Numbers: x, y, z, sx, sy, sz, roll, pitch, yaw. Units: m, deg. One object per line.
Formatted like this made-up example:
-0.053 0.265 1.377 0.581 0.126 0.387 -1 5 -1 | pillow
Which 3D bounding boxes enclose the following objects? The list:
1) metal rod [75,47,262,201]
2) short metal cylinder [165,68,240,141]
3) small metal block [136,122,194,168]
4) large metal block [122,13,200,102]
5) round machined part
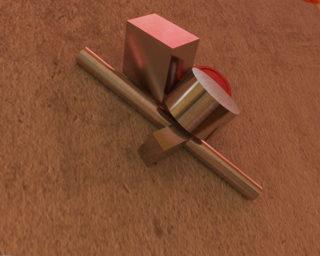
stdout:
0.014 -0.004 0.417 0.300 0.025 0.025 39 51 -3 | metal rod
0.053 -0.030 0.390 0.080 0.050 0.080 36 24 -19 | short metal cylinder
0.006 0.020 0.383 0.050 0.050 0.025 -23 74 -37 | small metal block
-0.002 -0.095 0.415 0.080 0.079 0.050 38 48 26 | large metal block
0.067 -0.054 0.465 0.099 0.042 0.098 14 56 -21 | round machined part
